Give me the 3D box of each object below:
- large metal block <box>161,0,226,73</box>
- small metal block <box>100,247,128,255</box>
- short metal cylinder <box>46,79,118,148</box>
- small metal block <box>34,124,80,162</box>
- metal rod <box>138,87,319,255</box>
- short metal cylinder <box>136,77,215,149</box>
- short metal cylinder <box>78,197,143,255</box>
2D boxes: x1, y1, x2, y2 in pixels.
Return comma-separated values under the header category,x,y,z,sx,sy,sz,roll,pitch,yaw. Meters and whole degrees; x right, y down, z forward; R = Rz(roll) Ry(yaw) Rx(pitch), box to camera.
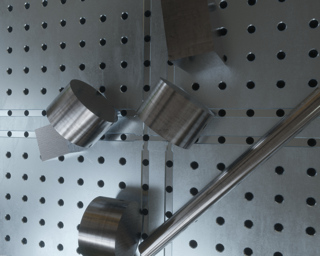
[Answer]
category,x,y,z,sx,sy,sz,roll,pitch,yaw
large metal block,0.042,-0.116,0.369,0.050,0.080,0.080,-8,87,20
small metal block,-0.066,0.203,0.436,0.050,0.025,0.050,-27,81,18
short metal cylinder,-0.104,-0.020,0.420,0.050,0.080,0.080,-44,77,15
small metal block,-0.155,0.019,0.467,0.050,0.025,0.050,-17,84,19
metal rod,0.083,0.065,0.383,0.299,0.025,0.025,-45,76,14
short metal cylinder,0.019,-0.018,0.377,0.080,0.080,0.050,39,102,16
short metal cylinder,-0.062,0.133,0.405,0.050,0.080,0.079,4,91,20
